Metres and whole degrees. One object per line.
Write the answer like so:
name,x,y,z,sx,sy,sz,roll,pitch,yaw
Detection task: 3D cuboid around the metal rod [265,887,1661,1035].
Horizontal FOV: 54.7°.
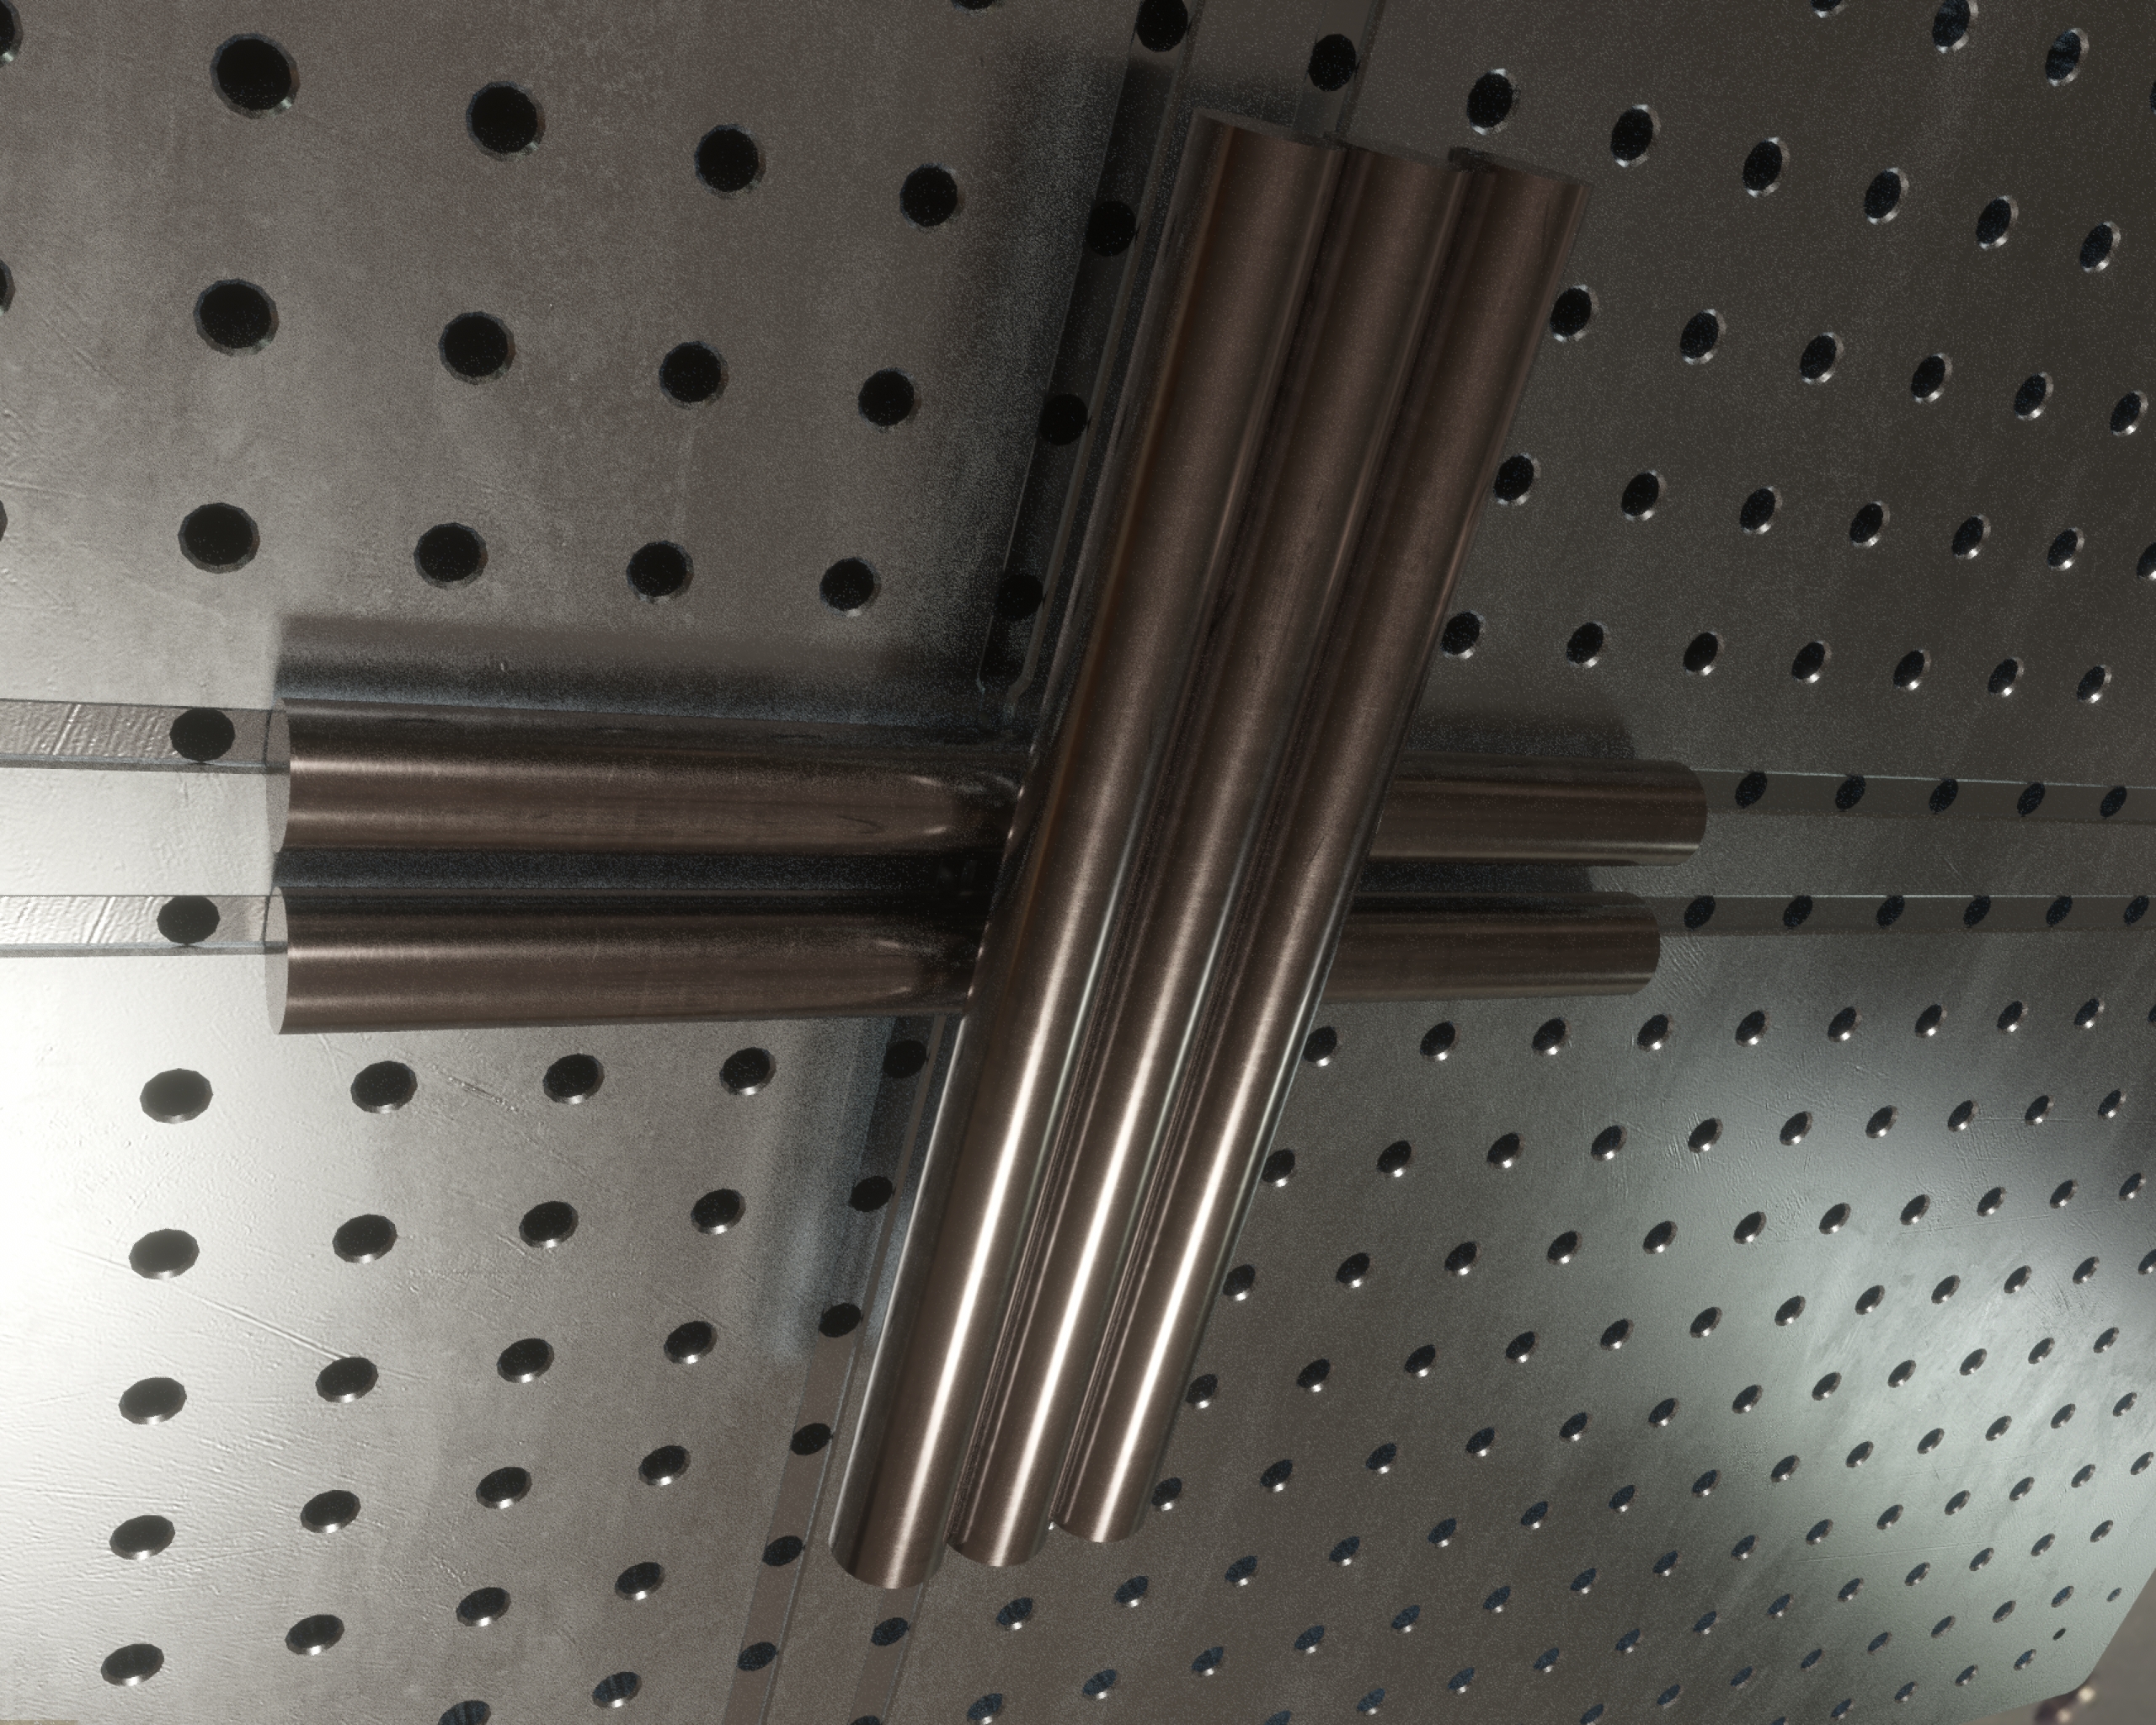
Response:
metal rod,-0.002,0.018,0.423,0.303,0.025,0.025,1,118,-29

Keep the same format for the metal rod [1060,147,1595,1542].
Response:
metal rod,0.039,0.014,0.411,0.025,0.025,0.298,1,118,-29

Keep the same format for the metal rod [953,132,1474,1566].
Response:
metal rod,0.017,0.016,0.400,0.025,0.025,0.298,1,118,-29

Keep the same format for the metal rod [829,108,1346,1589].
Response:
metal rod,-0.006,0.016,0.387,0.025,0.025,0.298,1,118,-29

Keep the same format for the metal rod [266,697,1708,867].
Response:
metal rod,0.004,-0.013,0.407,0.303,0.025,0.025,1,118,-29
